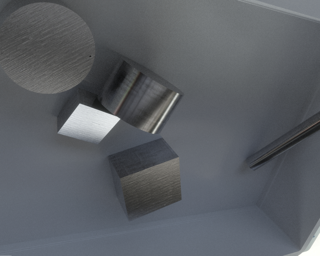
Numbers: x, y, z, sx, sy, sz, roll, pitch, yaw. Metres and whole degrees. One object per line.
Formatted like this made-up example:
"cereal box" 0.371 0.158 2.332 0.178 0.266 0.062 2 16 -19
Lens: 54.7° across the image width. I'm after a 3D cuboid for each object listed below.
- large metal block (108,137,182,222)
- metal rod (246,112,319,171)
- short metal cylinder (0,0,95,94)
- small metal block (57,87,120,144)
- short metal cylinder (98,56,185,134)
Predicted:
"large metal block" -0.019 0.070 0.427 0.081 0.050 0.079 -18 126 -18
"metal rod" 0.251 -0.019 0.457 0.025 0.025 0.299 19 134 -36
"short metal cylinder" -0.106 -0.078 0.287 0.081 0.050 0.079 -14 125 -21
"small metal block" -0.080 -0.012 0.348 0.050 0.025 0.050 20 128 -36
"short metal cylinder" -0.020 -0.036 0.341 0.080 0.080 0.050 22 106 -37
